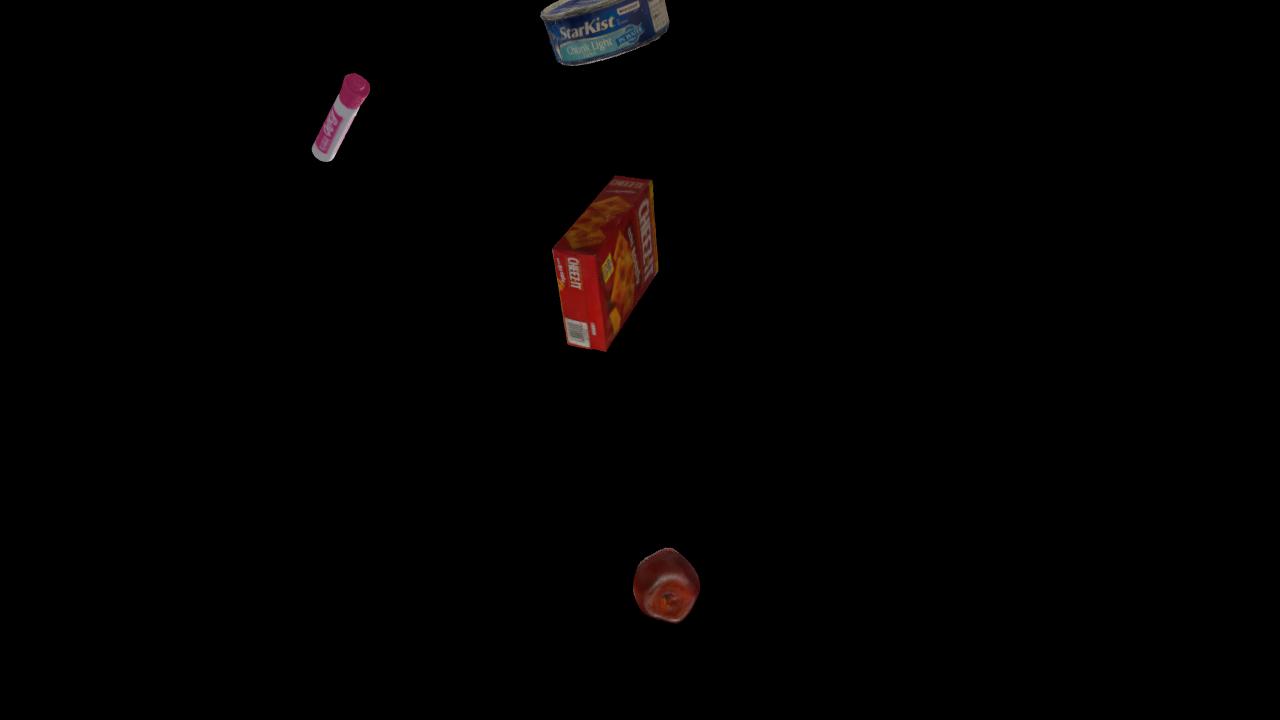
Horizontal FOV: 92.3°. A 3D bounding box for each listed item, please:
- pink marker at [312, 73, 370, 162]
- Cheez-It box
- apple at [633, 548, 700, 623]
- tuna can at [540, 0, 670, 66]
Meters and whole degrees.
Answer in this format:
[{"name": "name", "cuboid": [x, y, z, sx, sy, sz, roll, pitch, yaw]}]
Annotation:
[{"name": "pink marker", "cuboid": [-0.246, -0.196, 0.503, 0.020, 0.020, 0.121, 0, -11, -39]}, {"name": "Cheez-It box", "cuboid": [-0.042, -0.144, 0.901, 0.071, 0.166, 0.223, 12, 44, 17]}, {"name": "apple", "cuboid": [0.030, 0.262, 0.722, 0.079, 0.079, 0.093, 0, 4, -4]}, {"name": "tuna can", "cuboid": [-0.023, -0.232, 0.419, 0.084, 0.034, 0.084, -12, 37, 9]}]
